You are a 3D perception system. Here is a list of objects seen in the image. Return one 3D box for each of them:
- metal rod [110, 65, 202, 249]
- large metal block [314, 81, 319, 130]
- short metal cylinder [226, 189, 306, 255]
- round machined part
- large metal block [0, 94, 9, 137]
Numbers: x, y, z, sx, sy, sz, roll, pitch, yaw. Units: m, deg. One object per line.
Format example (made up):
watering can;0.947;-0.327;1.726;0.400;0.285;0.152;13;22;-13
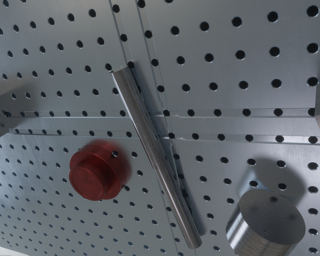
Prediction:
metal rod;0.002;0.055;0.443;0.025;0.025;0.299;-9;114;32
large metal block;0.181;-0.001;0.280;0.050;0.080;0.080;-18;109;35
short metal cylinder;0.129;0.123;0.384;0.080;0.080;0.050;24;127;13
round machined part;-0.109;0.080;0.507;0.098;0.042;0.097;13;124;21
large metal block;-0.317;-0.015;0.533;0.050;0.080;0.079;20;126;16
